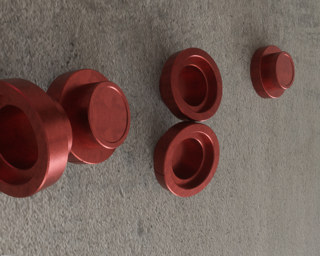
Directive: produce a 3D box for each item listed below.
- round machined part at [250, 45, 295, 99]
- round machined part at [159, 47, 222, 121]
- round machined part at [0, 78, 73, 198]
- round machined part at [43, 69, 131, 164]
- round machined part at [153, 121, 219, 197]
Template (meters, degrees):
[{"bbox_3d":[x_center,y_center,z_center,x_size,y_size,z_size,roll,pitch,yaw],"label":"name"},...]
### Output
[{"bbox_3d":[0.213,-0.104,0.571,0.099,0.042,0.097,0,90,-40],"label":"round machined part"},{"bbox_3d":[0.038,-0.057,0.423,0.099,0.042,0.097,2,86,-40],"label":"round machined part"},{"bbox_3d":[-0.115,0.006,0.266,0.042,0.098,0.097,-26,108,-60],"label":"round machined part"},{"bbox_3d":[-0.066,-0.012,0.317,0.098,0.042,0.097,14,75,-61],"label":"round machined part"},{"bbox_3d":[0.030,0.038,0.412,0.099,0.042,0.097,-10,106,-37],"label":"round machined part"}]
